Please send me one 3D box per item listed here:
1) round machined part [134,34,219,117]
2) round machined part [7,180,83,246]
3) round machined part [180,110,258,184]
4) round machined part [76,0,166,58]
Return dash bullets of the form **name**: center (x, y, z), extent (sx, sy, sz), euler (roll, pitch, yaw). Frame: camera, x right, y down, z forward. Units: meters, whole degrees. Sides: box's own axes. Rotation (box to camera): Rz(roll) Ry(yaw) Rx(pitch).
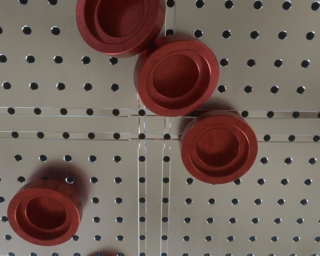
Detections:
- **round machined part**: center (0.017, -0.065, 0.369), extent (0.099, 0.042, 0.097), euler (-10, 127, -13)
- **round machined part**: center (-0.160, 0.117, 0.445), extent (0.099, 0.042, 0.097), euler (0, 110, -1)
- **round machined part**: center (0.075, 0.022, 0.414), extent (0.099, 0.042, 0.097), euler (0, 110, -1)
- **round machined part**: center (-0.039, -0.126, 0.343), extent (0.098, 0.042, 0.097), euler (0, 90, 20)
